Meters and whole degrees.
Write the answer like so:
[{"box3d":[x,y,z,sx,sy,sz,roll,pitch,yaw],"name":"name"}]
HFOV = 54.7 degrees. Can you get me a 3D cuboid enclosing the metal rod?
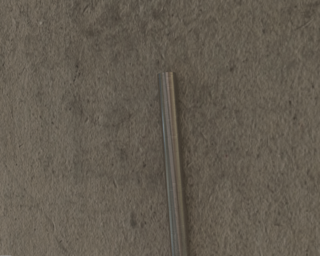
[{"box3d":[0.020,0.078,0.401,0.025,0.025,0.298,-5,88,19],"name":"metal rod"}]
